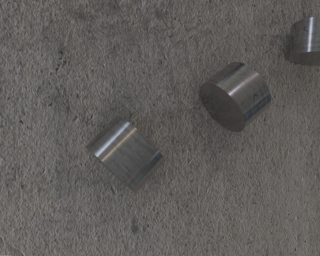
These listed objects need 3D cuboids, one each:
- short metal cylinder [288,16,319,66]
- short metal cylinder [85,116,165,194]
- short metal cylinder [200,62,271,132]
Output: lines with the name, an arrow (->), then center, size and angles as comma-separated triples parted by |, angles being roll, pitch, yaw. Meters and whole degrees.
short metal cylinder -> 0.239, -0.129, 0.467 | 0.081, 0.080, 0.050 | 6, 88, -20
short metal cylinder -> -0.041, 0.032, 0.365 | 0.080, 0.080, 0.050 | 46, 76, -14
short metal cylinder -> 0.100, -0.041, 0.416 | 0.050, 0.080, 0.080 | -39, 103, -16
